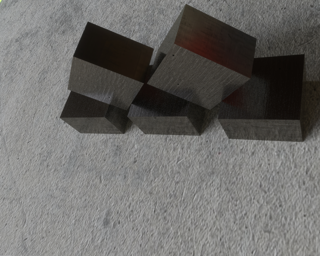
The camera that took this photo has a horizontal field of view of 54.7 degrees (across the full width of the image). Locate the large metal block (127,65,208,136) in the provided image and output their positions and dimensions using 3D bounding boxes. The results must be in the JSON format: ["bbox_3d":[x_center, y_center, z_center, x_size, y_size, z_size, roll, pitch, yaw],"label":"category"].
[{"bbox_3d":[0.015,-0.037,0.404,0.080,0.050,0.080,1,62,28],"label":"large metal block"}]

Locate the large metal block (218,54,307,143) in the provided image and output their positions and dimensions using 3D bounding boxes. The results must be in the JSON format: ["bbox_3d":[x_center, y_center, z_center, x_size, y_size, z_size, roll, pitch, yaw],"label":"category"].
[{"bbox_3d":[0.117,-0.032,0.347,0.080,0.050,0.080,2,62,28],"label":"large metal block"}]

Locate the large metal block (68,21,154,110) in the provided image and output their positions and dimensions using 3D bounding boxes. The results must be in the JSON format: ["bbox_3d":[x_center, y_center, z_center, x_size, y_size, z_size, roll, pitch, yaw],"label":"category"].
[{"bbox_3d":[-0.063,-0.072,0.381,0.080,0.080,0.050,19,65,-13],"label":"large metal block"}]

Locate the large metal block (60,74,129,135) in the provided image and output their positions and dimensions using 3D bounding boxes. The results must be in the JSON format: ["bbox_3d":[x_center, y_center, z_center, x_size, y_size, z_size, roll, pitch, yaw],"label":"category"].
[{"bbox_3d":[-0.088,-0.038,0.457,0.080,0.050,0.080,0,62,28],"label":"large metal block"}]

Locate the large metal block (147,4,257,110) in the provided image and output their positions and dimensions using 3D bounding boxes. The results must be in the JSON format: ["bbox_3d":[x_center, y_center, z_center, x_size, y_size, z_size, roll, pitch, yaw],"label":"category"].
[{"bbox_3d":[0.042,-0.070,0.329,0.080,0.080,0.050,137,152,-62],"label":"large metal block"}]
